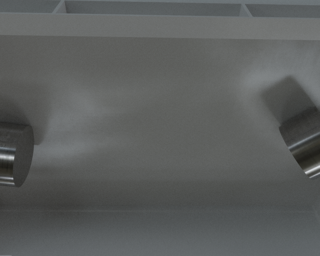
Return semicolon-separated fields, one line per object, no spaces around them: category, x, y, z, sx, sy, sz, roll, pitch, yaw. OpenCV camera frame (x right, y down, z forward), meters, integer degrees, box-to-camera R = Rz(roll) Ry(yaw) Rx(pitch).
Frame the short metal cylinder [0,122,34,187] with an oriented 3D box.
short metal cylinder;-0.201;0.034;0.399;0.050;0.080;0.079;8;130;-7

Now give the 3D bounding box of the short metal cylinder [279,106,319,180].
short metal cylinder;0.196;0.019;0.392;0.050;0.080;0.080;-34;123;25
